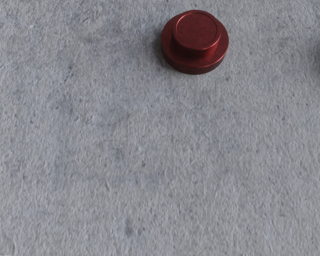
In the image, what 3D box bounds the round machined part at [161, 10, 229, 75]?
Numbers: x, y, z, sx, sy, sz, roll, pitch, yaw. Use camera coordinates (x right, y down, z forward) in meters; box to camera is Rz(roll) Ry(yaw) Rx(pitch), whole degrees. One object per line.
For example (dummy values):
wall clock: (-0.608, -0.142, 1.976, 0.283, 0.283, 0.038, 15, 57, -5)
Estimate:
round machined part: (0.051, -0.130, 0.447, 0.099, 0.042, 0.098, 0, 70, -1)
